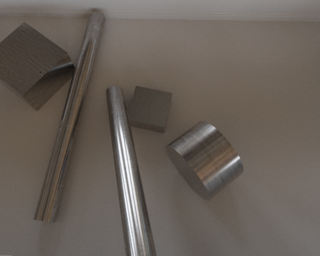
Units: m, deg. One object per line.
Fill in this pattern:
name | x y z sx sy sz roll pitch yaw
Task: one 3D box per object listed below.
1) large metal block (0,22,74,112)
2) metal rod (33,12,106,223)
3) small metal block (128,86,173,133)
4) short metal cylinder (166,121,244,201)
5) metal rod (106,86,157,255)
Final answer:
large metal block | -0.177 -0.084 0.425 0.080 0.050 0.080 36 74 12
metal rod | -0.116 -0.028 0.418 0.025 0.025 0.299 8 70 2
small metal block | -0.013 -0.025 0.419 0.050 0.025 0.050 12 70 4
short metal cylinder | 0.051 0.038 0.367 0.050 0.080 0.080 -36 74 -12
metal rod | -0.033 0.050 0.319 0.025 0.025 0.300 -12 43 -5
